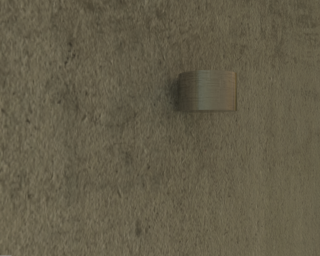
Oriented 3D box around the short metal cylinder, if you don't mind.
[{"bbox_3d":[0.065,-0.048,0.426,0.081,0.080,0.050,0,90,-40],"label":"short metal cylinder"}]
